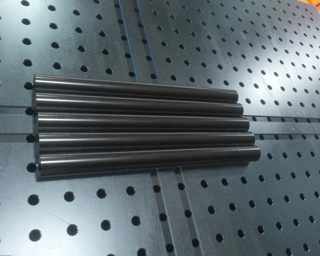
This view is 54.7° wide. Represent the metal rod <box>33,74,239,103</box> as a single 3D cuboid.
[{"bbox_3d":[-0.014,-0.050,0.433,0.303,0.025,0.025,0,62,-28],"label":"metal rod"}]

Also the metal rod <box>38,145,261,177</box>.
[{"bbox_3d":[0.009,0.038,0.391,0.303,0.025,0.025,0,62,-29],"label":"metal rod"}]

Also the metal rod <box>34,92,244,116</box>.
[{"bbox_3d":[-0.008,-0.028,0.422,0.303,0.025,0.025,0,62,-28],"label":"metal rod"}]

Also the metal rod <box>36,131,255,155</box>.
[{"bbox_3d":[0.003,0.017,0.401,0.303,0.025,0.025,0,62,-28],"label":"metal rod"}]

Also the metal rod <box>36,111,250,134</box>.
[{"bbox_3d":[-0.002,-0.005,0.411,0.303,0.025,0.025,0,62,-28],"label":"metal rod"}]
